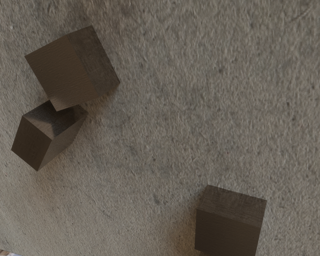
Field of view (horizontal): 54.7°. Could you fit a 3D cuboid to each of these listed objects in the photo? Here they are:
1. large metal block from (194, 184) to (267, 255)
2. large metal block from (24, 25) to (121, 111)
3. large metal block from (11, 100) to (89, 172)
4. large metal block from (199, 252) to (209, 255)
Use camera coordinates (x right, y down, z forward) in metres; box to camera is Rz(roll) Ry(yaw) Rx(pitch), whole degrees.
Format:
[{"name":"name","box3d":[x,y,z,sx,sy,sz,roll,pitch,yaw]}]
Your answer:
[{"name":"large metal block","box3d":[0.095,0.133,0.422,0.080,0.050,0.079,12,124,21]},{"name":"large metal block","box3d":[-0.112,-0.075,0.401,0.080,0.050,0.080,-13,112,33]},{"name":"large metal block","box3d":[-0.162,0.005,0.457,0.050,0.080,0.080,39,129,1]},{"name":"large metal block","box3d":[0.103,0.250,0.490,0.080,0.050,0.080,-3,117,29]}]
